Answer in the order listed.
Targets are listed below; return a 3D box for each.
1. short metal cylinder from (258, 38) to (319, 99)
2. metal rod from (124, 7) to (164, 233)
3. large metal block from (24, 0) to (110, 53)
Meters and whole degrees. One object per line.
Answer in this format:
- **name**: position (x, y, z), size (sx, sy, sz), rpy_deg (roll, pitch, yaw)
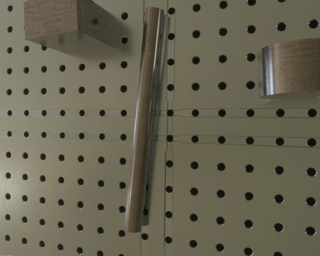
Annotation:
- **short metal cylinder**: position (0.147, -0.060, 0.331), size (0.080, 0.080, 0.050), rpy_deg (-2, 90, 20)
- **metal rod**: position (-0.022, -0.009, 0.420), size (0.025, 0.025, 0.298), rpy_deg (7, 92, 20)
- **large metal block**: position (-0.125, -0.142, 0.427), size (0.080, 0.080, 0.050), rpy_deg (-3, 89, 20)
